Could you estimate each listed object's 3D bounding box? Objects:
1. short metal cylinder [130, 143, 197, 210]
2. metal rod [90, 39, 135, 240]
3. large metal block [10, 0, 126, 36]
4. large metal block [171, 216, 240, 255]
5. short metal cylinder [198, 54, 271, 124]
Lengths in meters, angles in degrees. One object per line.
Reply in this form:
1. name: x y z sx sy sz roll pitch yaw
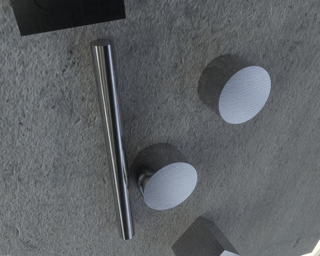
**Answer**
1. short metal cylinder: 0.005 0.067 0.435 0.081 0.050 0.079 -14 124 -21
2. metal rod: -0.055 0.037 0.399 0.025 0.025 0.298 -15 125 -20
3. large metal block: -0.082 -0.117 0.254 0.081 0.080 0.050 -17 125 -19
4. large metal block: 0.079 0.219 0.550 0.050 0.080 0.080 34 99 -39
5. short metal cylinder: 0.098 -0.052 0.412 0.081 0.050 0.079 -14 124 -21
